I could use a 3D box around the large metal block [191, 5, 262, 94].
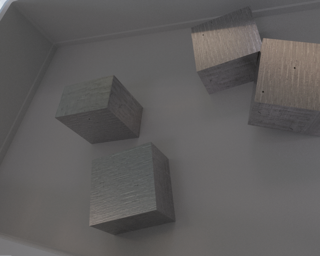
[{"bbox_3d":[0.090,-0.100,0.404,0.080,0.050,0.080,-16,55,19],"label":"large metal block"}]

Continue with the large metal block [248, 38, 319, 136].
[{"bbox_3d":[0.142,-0.043,0.327,0.080,0.050,0.080,10,65,12],"label":"large metal block"}]

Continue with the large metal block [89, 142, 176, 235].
[{"bbox_3d":[-0.033,0.072,0.363,0.080,0.050,0.080,-18,55,17],"label":"large metal block"}]

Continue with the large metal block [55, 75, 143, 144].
[{"bbox_3d":[-0.080,-0.022,0.426,0.080,0.080,0.050,-8,58,24],"label":"large metal block"}]
